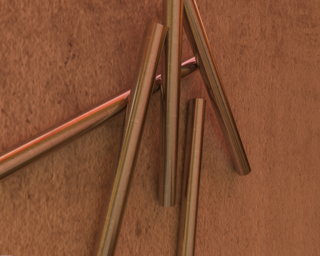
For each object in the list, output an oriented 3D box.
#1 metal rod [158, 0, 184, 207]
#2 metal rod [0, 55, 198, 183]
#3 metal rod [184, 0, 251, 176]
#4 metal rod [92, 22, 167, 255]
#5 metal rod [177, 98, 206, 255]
[{"bbox_3d":[0.013,-0.045,0.385,0.025,0.025,0.298,-9,106,-40],"label":"metal rod"},{"bbox_3d":[-0.047,-0.029,0.366,0.302,0.025,0.025,-33,111,-35],"label":"metal rod"},{"bbox_3d":[0.086,-0.044,0.455,0.025,0.025,0.299,-46,125,-30],"label":"metal rod"},{"bbox_3d":[-0.037,0.030,0.351,0.025,0.025,0.298,14,88,-40],"label":"metal rod"},{"bbox_3d":[0.043,0.107,0.443,0.025,0.025,0.298,8,85,-40],"label":"metal rod"}]
